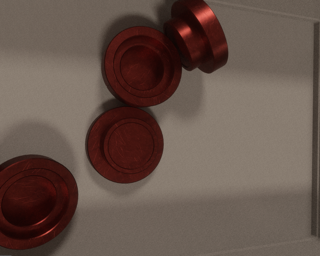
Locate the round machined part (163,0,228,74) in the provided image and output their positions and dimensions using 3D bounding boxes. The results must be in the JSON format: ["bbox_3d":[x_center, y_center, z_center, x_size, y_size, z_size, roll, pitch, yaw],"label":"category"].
[{"bbox_3d":[0.039,-0.111,0.389,0.042,0.098,0.098,-31,101,-6],"label":"round machined part"}]

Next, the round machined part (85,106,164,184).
[{"bbox_3d":[-0.041,0.021,0.387,0.099,0.042,0.097,0,90,-21],"label":"round machined part"}]

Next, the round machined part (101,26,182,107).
[{"bbox_3d":[-0.026,-0.074,0.393,0.099,0.042,0.097,0,90,-20],"label":"round machined part"}]

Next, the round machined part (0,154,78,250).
[{"bbox_3d":[-0.144,0.077,0.338,0.099,0.042,0.097,-7,101,-37],"label":"round machined part"}]
